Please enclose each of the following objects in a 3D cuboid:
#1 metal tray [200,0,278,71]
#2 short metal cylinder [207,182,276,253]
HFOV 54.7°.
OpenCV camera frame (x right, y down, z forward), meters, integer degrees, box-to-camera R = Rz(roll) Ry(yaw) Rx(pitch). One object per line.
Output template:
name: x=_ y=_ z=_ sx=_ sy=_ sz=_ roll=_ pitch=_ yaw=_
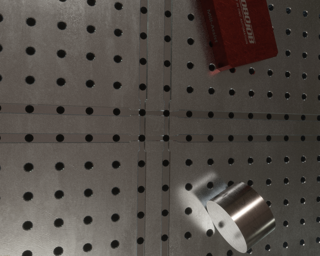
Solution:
metal tray: x=0.115 y=-0.157 z=0.454 sx=0.091 sy=0.030 sz=0.129 roll=-18 pitch=96 yaw=-20
short metal cylinder: x=0.109 y=0.121 z=0.426 sx=0.050 sy=0.080 sz=0.080 roll=-29 pitch=100 yaw=-18
